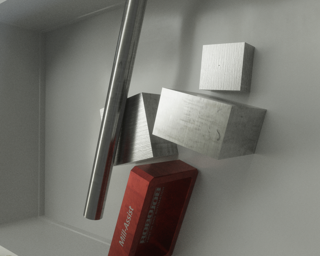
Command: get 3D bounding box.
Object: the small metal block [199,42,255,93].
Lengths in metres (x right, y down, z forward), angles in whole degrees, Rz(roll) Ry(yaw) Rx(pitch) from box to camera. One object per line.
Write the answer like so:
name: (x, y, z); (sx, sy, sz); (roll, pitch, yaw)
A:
small metal block: (0.074, -0.066, 0.345); (0.050, 0.025, 0.050); (8, 95, 39)

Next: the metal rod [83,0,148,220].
metal rod: (-0.055, -0.030, 0.384); (0.025, 0.025, 0.298); (18, 99, 38)

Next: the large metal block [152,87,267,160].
large metal block: (0.053, -0.007, 0.326); (0.080, 0.081, 0.050); (20, 103, 38)

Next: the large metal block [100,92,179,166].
large metal block: (-0.029, 0.004, 0.413); (0.080, 0.050, 0.080); (-17, 80, 38)

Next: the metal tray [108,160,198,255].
metal tray: (-0.008, 0.106, 0.368); (0.030, 0.091, 0.129); (25, 106, 37)
